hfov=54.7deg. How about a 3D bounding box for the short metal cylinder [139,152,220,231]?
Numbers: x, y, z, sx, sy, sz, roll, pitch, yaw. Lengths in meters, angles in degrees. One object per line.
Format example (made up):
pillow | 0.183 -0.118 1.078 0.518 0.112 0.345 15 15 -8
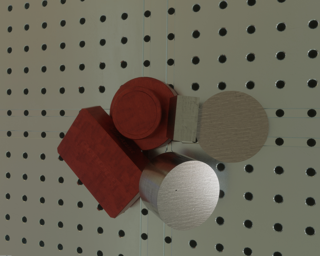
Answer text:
short metal cylinder | 0.022 0.072 0.365 0.050 0.081 0.079 16 97 63

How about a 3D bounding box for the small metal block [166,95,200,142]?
small metal block | 0.026 -0.011 0.367 0.025 0.050 0.050 5 91 -8

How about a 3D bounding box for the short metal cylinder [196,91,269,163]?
short metal cylinder | 0.086 -0.001 0.365 0.080 0.050 0.079 0 90 20

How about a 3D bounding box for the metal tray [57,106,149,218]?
metal tray | -0.074 0.045 0.420 0.130 0.030 0.090 47 119 13

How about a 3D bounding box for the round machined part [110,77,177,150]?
round machined part | -0.023 -0.019 0.407 0.098 0.042 0.097 0 90 19
